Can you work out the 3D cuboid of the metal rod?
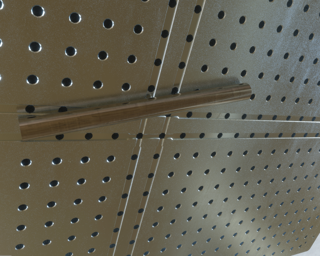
[{"bbox_3d":[-0.012,-0.025,0.390,0.303,0.025,0.025,-11,124,-23],"label":"metal rod"}]
